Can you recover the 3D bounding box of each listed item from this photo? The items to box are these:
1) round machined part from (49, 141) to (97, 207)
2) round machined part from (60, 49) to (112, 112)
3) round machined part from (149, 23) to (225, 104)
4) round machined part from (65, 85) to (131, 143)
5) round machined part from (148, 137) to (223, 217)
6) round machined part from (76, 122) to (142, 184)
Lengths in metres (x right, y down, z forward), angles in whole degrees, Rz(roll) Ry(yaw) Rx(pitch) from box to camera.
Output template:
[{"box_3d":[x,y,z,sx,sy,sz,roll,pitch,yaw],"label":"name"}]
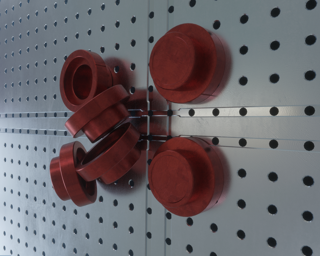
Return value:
[{"box_3d":[-0.133,0.072,0.471,0.042,0.098,0.098,-17,77,0],"label":"round machined part"},{"box_3d":[-0.114,-0.072,0.494,0.098,0.042,0.097,0,89,40],"label":"round machined part"},{"box_3d":[0.025,-0.078,0.378,0.098,0.042,0.097,0,90,40],"label":"round machined part"},{"box_3d":[-0.080,-0.015,0.436,0.098,0.098,0.042,-37,91,34],"label":"round machined part"},{"box_3d":[0.024,0.060,0.380,0.098,0.042,0.097,0,90,40],"label":"round machined part"},{"box_3d":[-0.065,0.039,0.429,0.098,0.098,0.042,-28,108,36],"label":"round machined part"}]
